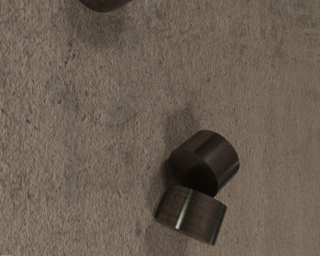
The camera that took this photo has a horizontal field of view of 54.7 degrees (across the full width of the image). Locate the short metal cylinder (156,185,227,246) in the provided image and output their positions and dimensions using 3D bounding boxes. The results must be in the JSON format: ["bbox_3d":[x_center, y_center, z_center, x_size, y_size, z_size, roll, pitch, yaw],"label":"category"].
[{"bbox_3d":[0.041,0.114,0.406,0.080,0.080,0.050,37,67,-34],"label":"short metal cylinder"}]

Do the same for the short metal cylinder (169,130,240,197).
[{"bbox_3d":[0.060,0.049,0.421,0.050,0.080,0.080,-35,112,-35],"label":"short metal cylinder"}]

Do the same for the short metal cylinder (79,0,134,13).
[{"bbox_3d":[-0.057,-0.175,0.342,0.081,0.050,0.079,0,90,-40],"label":"short metal cylinder"}]
